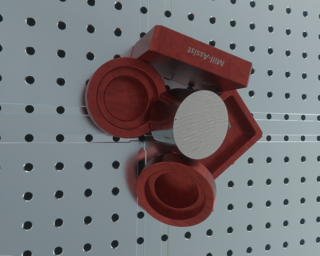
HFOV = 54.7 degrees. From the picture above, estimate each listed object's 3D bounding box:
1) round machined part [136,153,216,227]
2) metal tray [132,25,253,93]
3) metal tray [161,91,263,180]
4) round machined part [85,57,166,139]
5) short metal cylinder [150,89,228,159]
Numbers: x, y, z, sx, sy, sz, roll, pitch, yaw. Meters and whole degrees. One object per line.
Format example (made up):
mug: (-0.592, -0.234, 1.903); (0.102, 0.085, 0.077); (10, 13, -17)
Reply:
round machined part: (0.023, 0.074, 0.395); (0.098, 0.042, 0.097); (7, 117, 14)
metal tray: (0.037, -0.081, 0.392); (0.131, 0.090, 0.030); (16, 85, -20)
metal tray: (0.073, 0.013, 0.438); (0.131, 0.030, 0.090); (-38, 103, -16)
round machined part: (-0.044, -0.036, 0.388); (0.099, 0.042, 0.097); (0, 90, -21)
short metal cylinder: (0.035, -0.007, 0.374); (0.081, 0.050, 0.079); (-7, 102, -31)
